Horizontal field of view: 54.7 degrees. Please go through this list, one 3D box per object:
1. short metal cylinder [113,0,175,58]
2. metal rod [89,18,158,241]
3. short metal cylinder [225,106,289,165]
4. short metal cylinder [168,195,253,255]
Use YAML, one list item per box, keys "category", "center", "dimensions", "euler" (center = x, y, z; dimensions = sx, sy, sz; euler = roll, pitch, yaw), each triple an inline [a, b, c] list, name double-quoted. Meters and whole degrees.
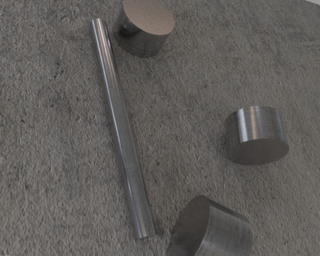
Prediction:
- category: "short metal cylinder"
  center: [-0.025, -0.154, 0.468]
  dimensions: [0.081, 0.050, 0.080]
  euler: [14, 56, -21]
- category: "metal rod"
  center: [-0.052, -0.017, 0.385]
  dimensions: [0.025, 0.025, 0.299]
  euler: [-2, 63, -29]
- category: "short metal cylinder"
  center: [0.133, 0.013, 0.432]
  dimensions: [0.081, 0.080, 0.050]
  euler: [14, 56, -21]
- category: "short metal cylinder"
  center: [0.050, 0.118, 0.324]
  dimensions: [0.050, 0.080, 0.080]
  euler: [29, 52, -10]
